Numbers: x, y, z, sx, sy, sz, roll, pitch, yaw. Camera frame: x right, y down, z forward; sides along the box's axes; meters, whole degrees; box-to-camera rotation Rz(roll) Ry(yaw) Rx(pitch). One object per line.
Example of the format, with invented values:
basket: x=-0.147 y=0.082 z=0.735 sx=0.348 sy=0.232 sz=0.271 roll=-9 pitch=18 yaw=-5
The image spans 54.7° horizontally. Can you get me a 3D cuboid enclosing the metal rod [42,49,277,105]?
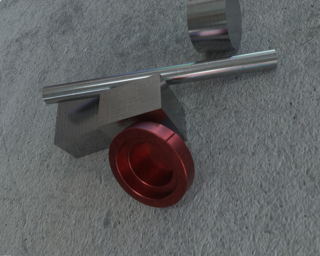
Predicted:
metal rod: x=-0.006 y=-0.065 z=0.403 sx=0.301 sy=0.025 sz=0.025 roll=-8 pitch=57 yaw=8

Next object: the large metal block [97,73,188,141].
large metal block: x=-0.019 y=-0.014 z=0.386 sx=0.080 sy=0.080 sz=0.050 roll=-15 pitch=56 yaw=19

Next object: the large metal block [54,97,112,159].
large metal block: x=-0.100 y=-0.012 z=0.445 sx=0.080 sy=0.050 sz=0.080 roll=-19 pitch=55 yaw=17

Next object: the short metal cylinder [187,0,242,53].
short metal cylinder: x=0.075 y=-0.144 z=0.417 sx=0.050 sy=0.080 sz=0.080 roll=0 pitch=62 yaw=28

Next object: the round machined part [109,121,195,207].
round machined part: x=-0.006 y=0.037 z=0.349 sx=0.098 sy=0.097 sz=0.042 roll=4 pitch=25 yaw=30
